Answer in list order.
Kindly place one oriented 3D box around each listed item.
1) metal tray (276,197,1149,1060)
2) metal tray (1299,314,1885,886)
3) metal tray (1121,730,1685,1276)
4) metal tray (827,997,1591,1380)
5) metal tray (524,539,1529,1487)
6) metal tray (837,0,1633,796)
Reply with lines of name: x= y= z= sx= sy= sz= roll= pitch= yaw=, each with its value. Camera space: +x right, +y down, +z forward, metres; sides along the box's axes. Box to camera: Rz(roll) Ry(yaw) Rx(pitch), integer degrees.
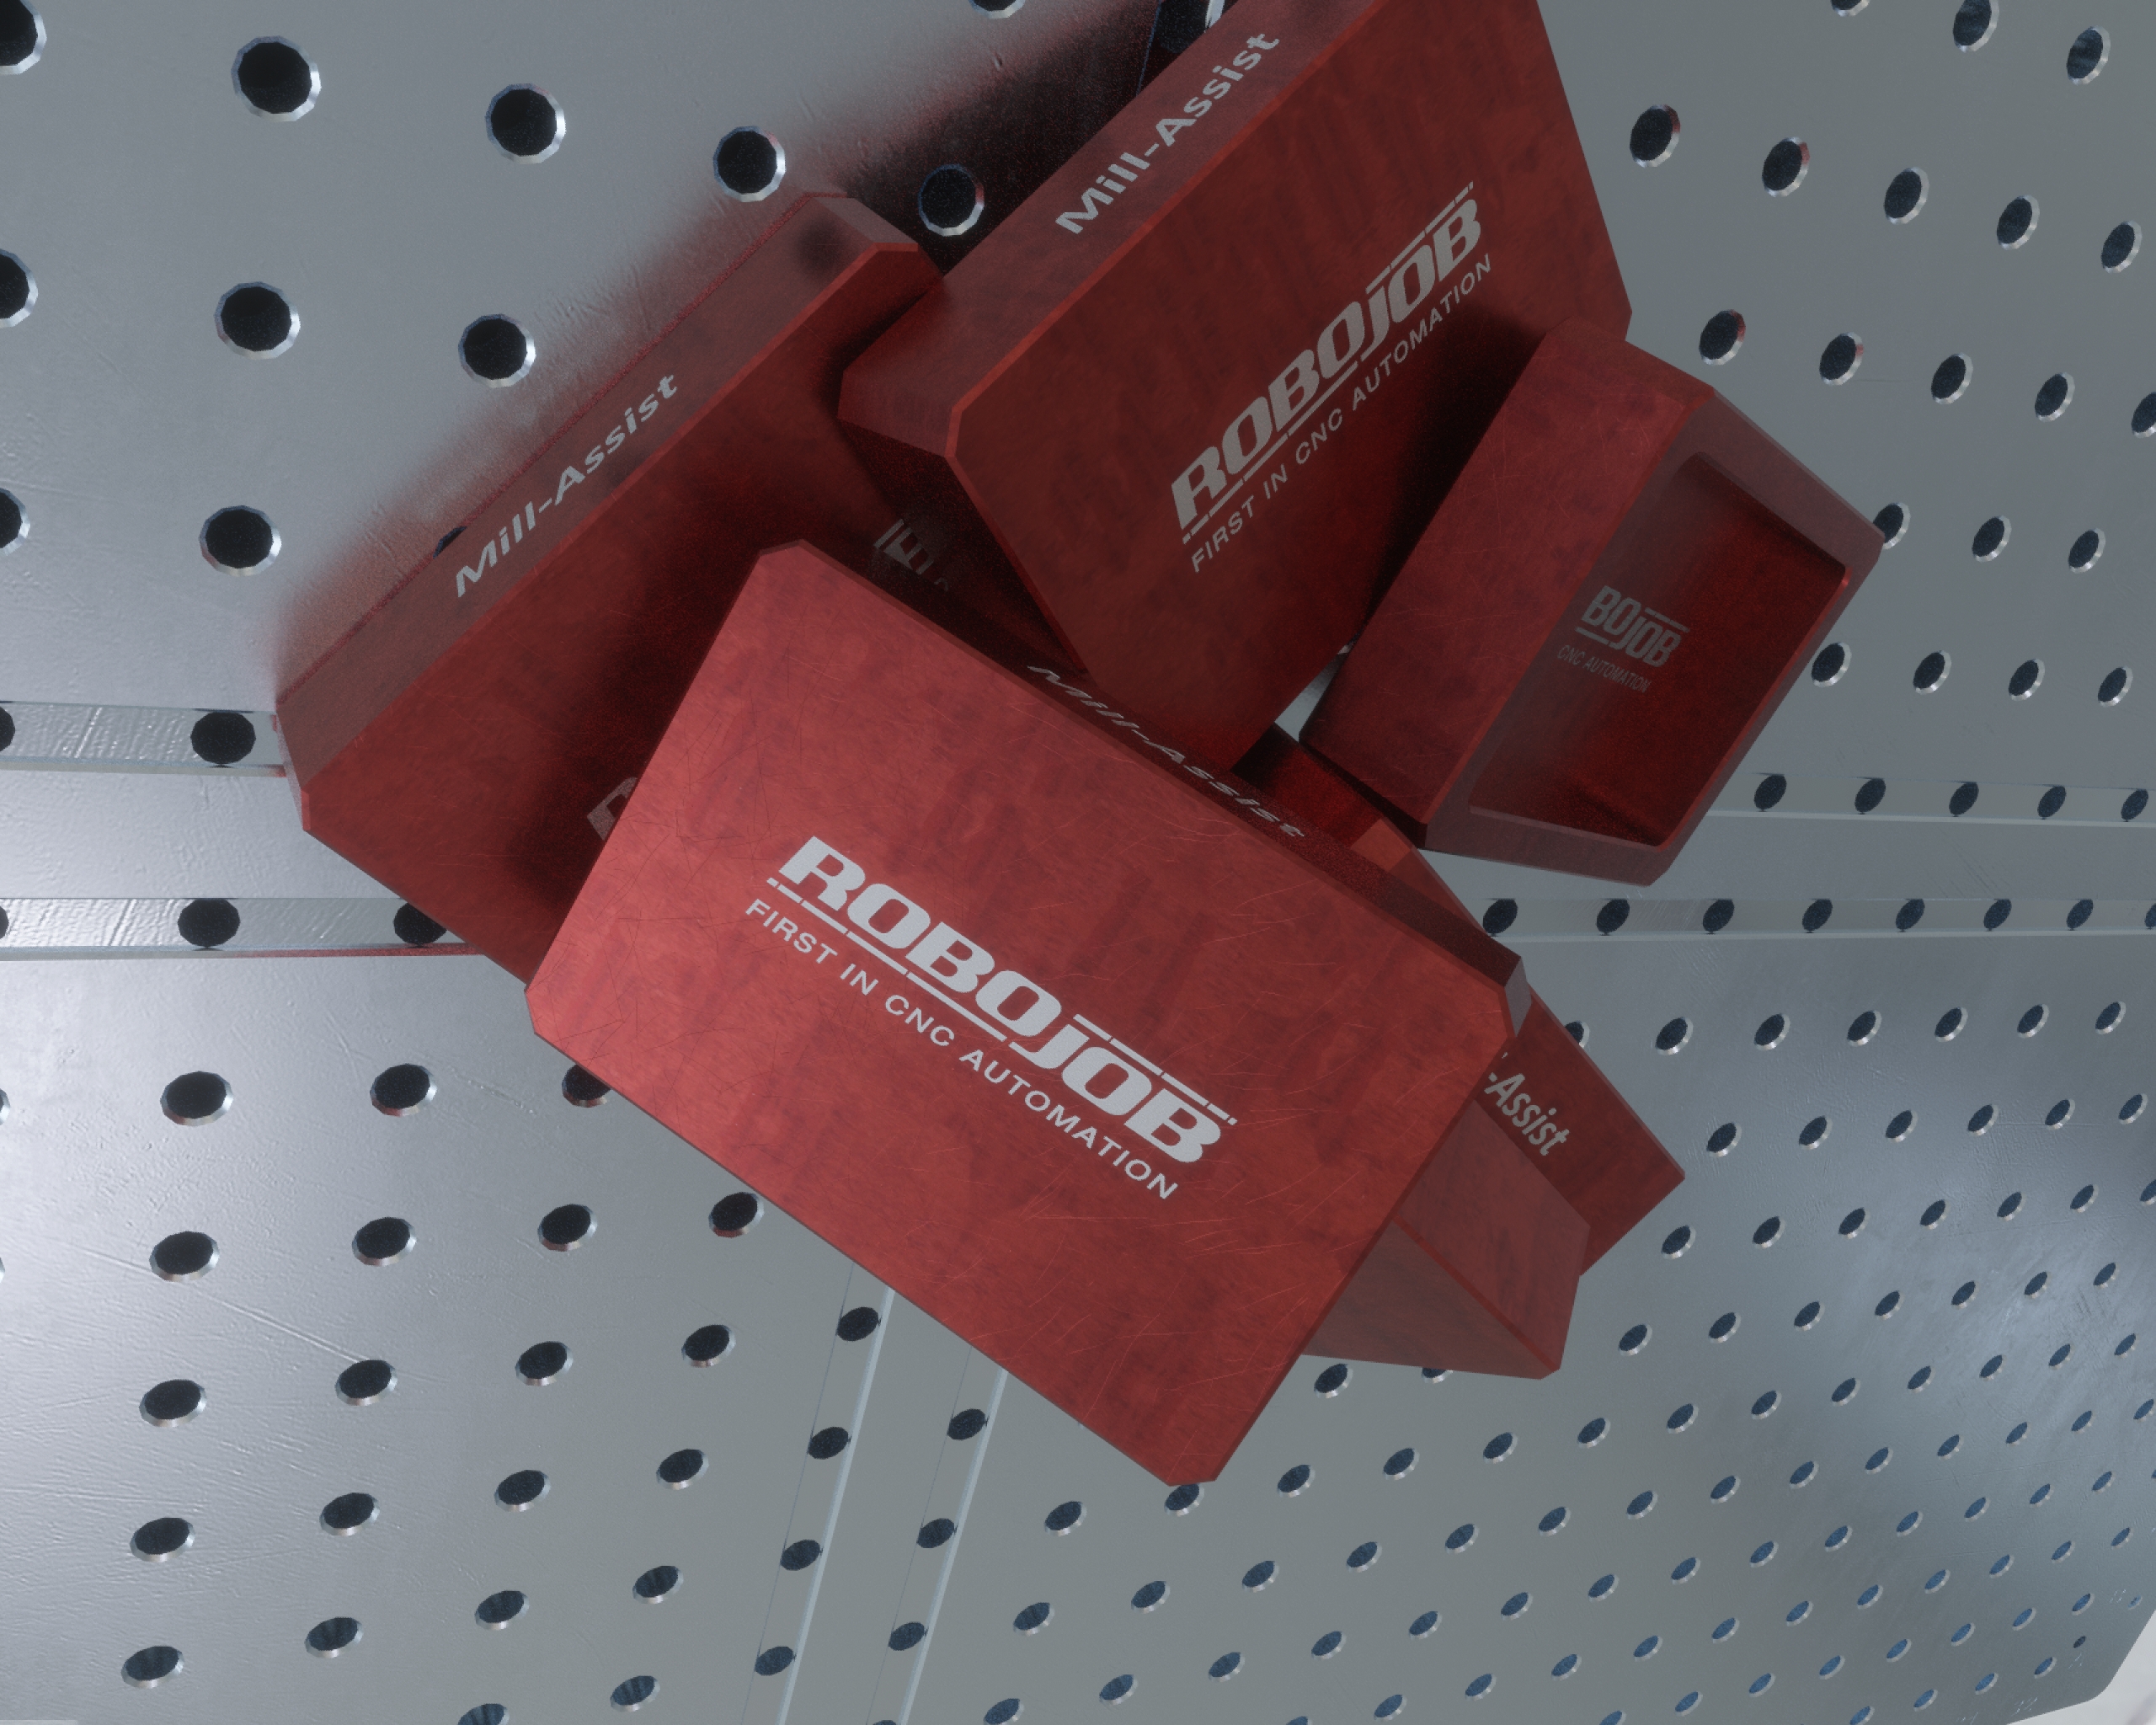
metal tray: x=-0.056 y=-0.035 z=0.355 sx=0.130 sy=0.030 sz=0.090 roll=-43 pitch=130 yaw=2
metal tray: x=0.104 y=-0.043 z=0.406 sx=0.131 sy=0.030 sz=0.090 roll=7 pitch=118 yaw=-56
metal tray: x=0.058 y=0.019 z=0.410 sx=0.030 sy=0.090 sz=0.130 roll=-44 pitch=129 yaw=2
metal tray: x=0.018 y=0.061 z=0.396 sx=0.090 sy=0.130 sz=0.030 roll=45 pitch=54 yaw=-39
metal tray: x=-0.010 y=0.021 z=0.320 sx=0.090 sy=0.130 sz=0.030 roll=-59 pitch=169 yaw=14
metal tray: x=0.032 y=-0.084 z=0.349 sx=0.130 sy=0.030 sz=0.090 roll=-47 pitch=134 yaw=-14
